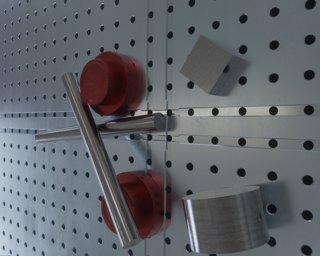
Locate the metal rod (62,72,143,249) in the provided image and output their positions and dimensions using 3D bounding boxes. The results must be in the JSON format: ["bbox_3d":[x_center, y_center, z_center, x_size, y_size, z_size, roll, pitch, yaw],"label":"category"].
[{"bbox_3d":[-0.093,0.025,0.445,0.025,0.025,0.299,-49,52,29],"label":"metal rod"}]

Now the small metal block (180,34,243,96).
[{"bbox_3d":[0.059,-0.073,0.361,0.050,0.025,0.050,44,116,31],"label":"small metal block"}]

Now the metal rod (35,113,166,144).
[{"bbox_3d":[-0.115,0.005,0.504,0.300,0.025,0.025,-7,86,39],"label":"metal rod"}]

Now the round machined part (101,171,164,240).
[{"bbox_3d":[-0.045,0.111,0.436,0.098,0.042,0.097,0,90,40],"label":"round machined part"}]

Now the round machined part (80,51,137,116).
[{"bbox_3d":[-0.084,-0.067,0.468,0.098,0.042,0.097,0,90,40],"label":"round machined part"}]

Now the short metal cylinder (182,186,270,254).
[{"bbox_3d":[0.066,0.091,0.319,0.080,0.081,0.050,-15,80,39],"label":"short metal cylinder"}]
